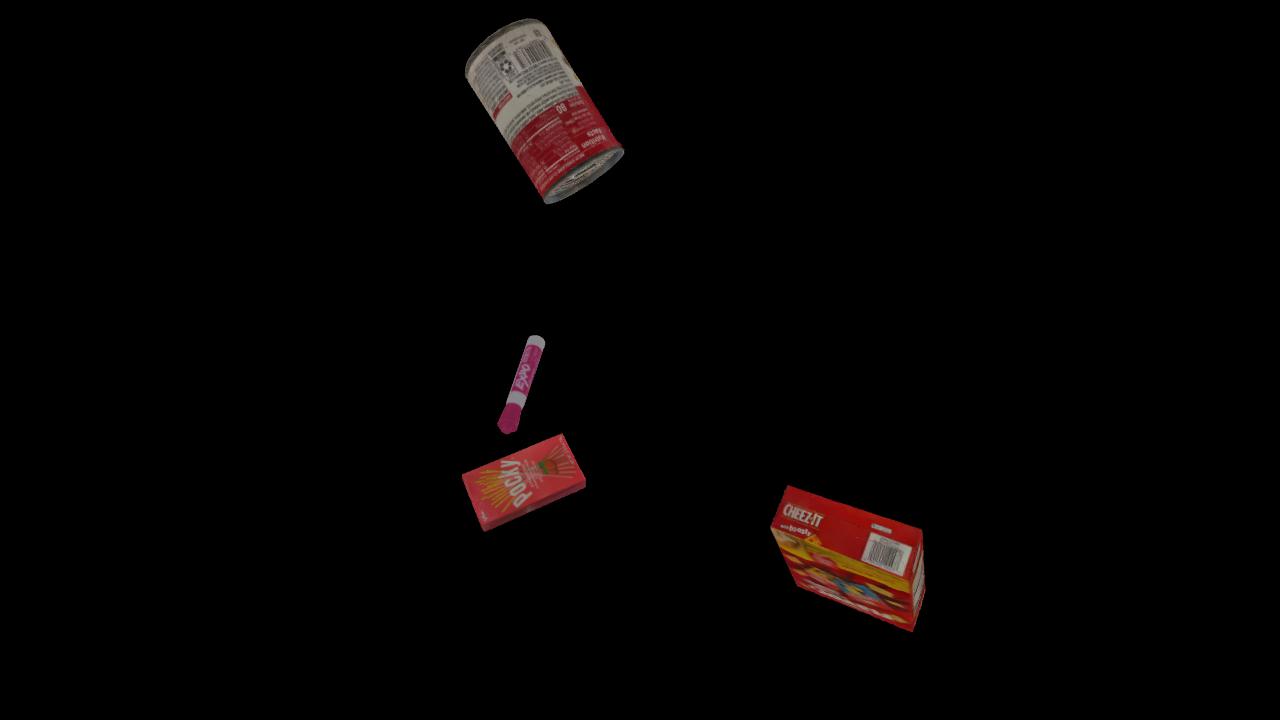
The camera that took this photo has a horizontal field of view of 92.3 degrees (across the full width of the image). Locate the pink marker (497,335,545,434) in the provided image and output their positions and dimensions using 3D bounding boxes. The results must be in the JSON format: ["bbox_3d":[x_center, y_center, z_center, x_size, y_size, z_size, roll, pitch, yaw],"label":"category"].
[{"bbox_3d":[-0.115,0.022,0.598,0.020,0.020,0.121,0,44,9],"label":"pink marker"}]

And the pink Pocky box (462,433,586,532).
[{"bbox_3d":[-0.162,0.170,0.867,0.155,0.084,0.029,-21,-30,-19],"label":"pink Pocky box"}]

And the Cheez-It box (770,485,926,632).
[{"bbox_3d":[0.274,0.261,0.794,0.166,0.071,0.223,14,-30,34],"label":"Cheez-It box"}]

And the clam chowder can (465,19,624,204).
[{"bbox_3d":[-0.066,-0.171,0.429,0.068,0.102,0.068,-32,7,5],"label":"clam chowder can"}]
